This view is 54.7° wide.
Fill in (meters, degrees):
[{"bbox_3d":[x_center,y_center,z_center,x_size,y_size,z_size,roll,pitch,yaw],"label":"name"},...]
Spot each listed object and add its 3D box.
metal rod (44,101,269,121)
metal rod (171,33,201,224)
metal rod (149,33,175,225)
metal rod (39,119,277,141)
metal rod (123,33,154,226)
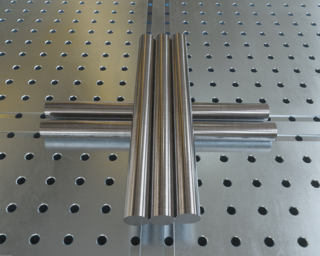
[{"bbox_3d":[-0.004,-0.024,0.428,0.302,0.025,0.025,1,50,0],"label":"metal rod"},{"bbox_3d":[0.028,-0.026,0.398,0.025,0.025,0.300,1,50,0],"label":"metal rod"},{"bbox_3d":[0.003,-0.025,0.397,0.025,0.025,0.300,1,50,0],"label":"metal rod"},{"bbox_3d":[-0.002,0.003,0.405,0.302,0.025,0.025,1,50,0],"label":"metal rod"},{"bbox_3d":[-0.022,-0.025,0.396,0.025,0.025,0.300,1,50,0],"label":"metal rod"}]
